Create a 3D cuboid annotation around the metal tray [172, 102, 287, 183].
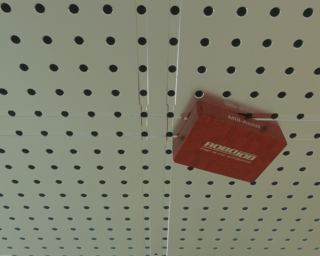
[{"bbox_3d":[0.093,0.024,0.429,0.131,0.030,0.089,16,128,-14],"label":"metal tray"}]
